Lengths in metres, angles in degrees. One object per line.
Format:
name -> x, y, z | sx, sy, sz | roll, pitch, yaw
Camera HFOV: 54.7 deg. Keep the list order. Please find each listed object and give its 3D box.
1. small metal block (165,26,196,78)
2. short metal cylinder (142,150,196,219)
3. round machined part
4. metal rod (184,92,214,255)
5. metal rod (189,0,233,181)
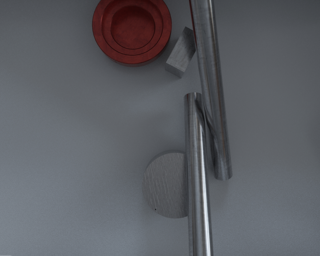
small metal block -> 0.030, -0.095, 0.399 | 0.025, 0.050, 0.050 | 28, 90, 0
short metal cylinder -> 0.018, 0.070, 0.399 | 0.081, 0.050, 0.079 | 0, 90, -1
round machined part -> -0.035, -0.127, 0.402 | 0.099, 0.042, 0.097 | 0, 90, -1
metal rod -> 0.042, 0.096, 0.332 | 0.025, 0.025, 0.299 | 0, 65, 0
metal rod -> 0.056, -0.068, 0.349 | 0.025, 0.025, 0.298 | -13, 116, 0
